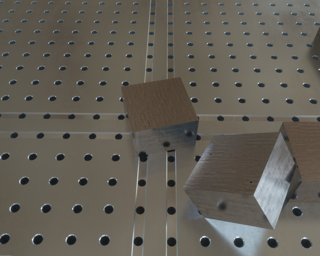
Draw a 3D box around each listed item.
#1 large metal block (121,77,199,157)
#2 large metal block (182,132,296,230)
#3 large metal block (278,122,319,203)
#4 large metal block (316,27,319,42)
[{"bbox_3d":[-0.002,-0.016,0.405,0.081,0.050,0.080,-11,51,-9],"label":"large metal block"},{"bbox_3d":[0.084,0.051,0.325,0.080,0.050,0.080,-5,38,45],"label":"large metal block"},{"bbox_3d":[0.186,0.039,0.360,0.080,0.050,0.080,0,50,0],"label":"large metal block"},{"bbox_3d":[0.327,-0.156,0.524,0.080,0.050,0.080,-3,50,-3],"label":"large metal block"}]
